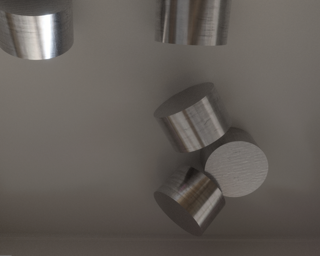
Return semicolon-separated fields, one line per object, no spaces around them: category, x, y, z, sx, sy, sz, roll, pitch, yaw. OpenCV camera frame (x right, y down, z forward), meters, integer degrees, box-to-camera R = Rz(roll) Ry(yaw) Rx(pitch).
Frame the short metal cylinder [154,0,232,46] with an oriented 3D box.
short metal cylinder;0.035;-0.120;0.338;0.081;0.080;0.050;2;110;-1

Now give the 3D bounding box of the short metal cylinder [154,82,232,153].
short metal cylinder;0.040;-0.014;0.377;0.080;0.080;0.050;-27;108;9

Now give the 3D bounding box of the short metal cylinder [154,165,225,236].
short metal cylinder;0.038;0.095;0.410;0.050;0.080;0.080;-43;109;-25

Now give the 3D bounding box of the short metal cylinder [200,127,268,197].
short metal cylinder;0.097;0.045;0.415;0.081;0.050;0.079;0;110;0

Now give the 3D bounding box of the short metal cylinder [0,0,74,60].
short metal cylinder;-0.134;-0.117;0.330;0.081;0.080;0.050;10;137;-4
